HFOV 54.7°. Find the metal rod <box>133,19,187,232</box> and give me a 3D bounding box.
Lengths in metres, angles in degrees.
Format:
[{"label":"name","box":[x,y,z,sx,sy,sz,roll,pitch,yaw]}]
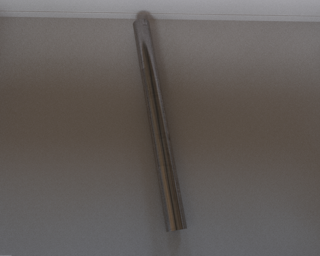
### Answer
[{"label":"metal rod","box":[-0.004,-0.018,0.416,0.025,0.025,0.299,-9,70,-4]}]
